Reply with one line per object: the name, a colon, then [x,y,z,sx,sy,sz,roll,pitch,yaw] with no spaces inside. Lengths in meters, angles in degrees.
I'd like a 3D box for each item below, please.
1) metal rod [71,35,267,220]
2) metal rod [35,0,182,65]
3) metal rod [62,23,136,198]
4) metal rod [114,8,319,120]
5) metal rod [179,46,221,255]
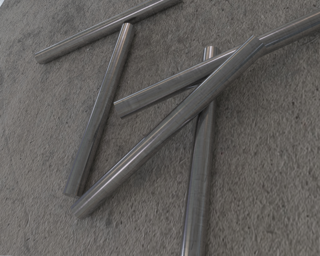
metal rod: [0.005,0.005,0.374,0.300,0.025,0.025,-43,51,8]
metal rod: [-0.103,-0.182,0.569,0.301,0.025,0.025,-18,55,17]
metal rod: [-0.085,-0.042,0.474,0.025,0.025,0.300,-1,61,28]
metal rod: [0.085,-0.083,0.383,0.301,0.025,0.025,-24,53,2]
metal rod: [0.049,0.026,0.361,0.025,0.025,0.300,-5,59,26]
